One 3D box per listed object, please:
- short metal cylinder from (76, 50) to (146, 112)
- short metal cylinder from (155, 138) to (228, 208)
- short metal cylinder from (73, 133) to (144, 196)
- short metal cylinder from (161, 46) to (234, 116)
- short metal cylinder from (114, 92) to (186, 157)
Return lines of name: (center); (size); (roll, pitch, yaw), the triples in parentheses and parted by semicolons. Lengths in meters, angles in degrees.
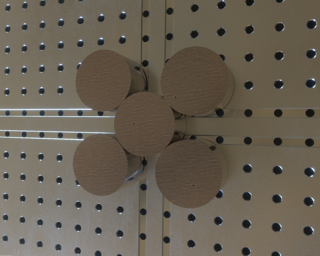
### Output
short metal cylinder: (-0.065, -0.061, 0.420); (0.080, 0.050, 0.079); (0, 90, 19)
short metal cylinder: (0.040, 0.053, 0.384); (0.080, 0.050, 0.079); (0, 90, 19)
short metal cylinder: (-0.069, 0.047, 0.421); (0.080, 0.050, 0.079); (0, 90, 19)
short metal cylinder: (0.047, -0.054, 0.380); (0.080, 0.050, 0.079); (0, 90, 19)
short metal cylinder: (-0.012, -0.005, 0.402); (0.080, 0.050, 0.079); (0, 90, 19)
